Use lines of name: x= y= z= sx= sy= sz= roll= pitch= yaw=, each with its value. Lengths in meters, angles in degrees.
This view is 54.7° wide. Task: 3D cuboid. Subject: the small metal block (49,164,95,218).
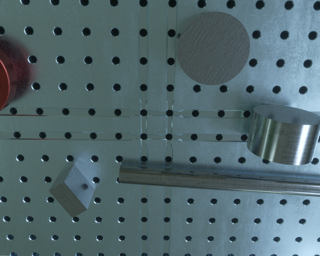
small metal block: x=-0.121 y=0.087 z=0.431 sx=0.025 sy=0.050 sz=0.050 roll=-31 pitch=107 yaw=11

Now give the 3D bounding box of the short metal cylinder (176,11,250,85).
short metal cylinder: x=0.059 y=-0.095 z=0.365 sx=0.081 sy=0.050 sz=0.079 roll=0 pitch=110 yaw=0

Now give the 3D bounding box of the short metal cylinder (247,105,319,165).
short metal cylinder: x=0.154 y=0.006 z=0.387 sx=0.081 sy=0.080 sz=0.050 roll=4 pitch=110 yaw=-2

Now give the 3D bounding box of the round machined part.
round machined part: x=-0.225 y=-0.063 z=0.379 sx=0.099 sy=0.042 sz=0.097 roll=0 pitch=110 yaw=0

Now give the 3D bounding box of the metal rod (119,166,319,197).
metal rod: x=0.094 y=0.077 z=0.442 sx=0.302 sy=0.025 sz=0.025 roll=4 pitch=110 yaw=-2
